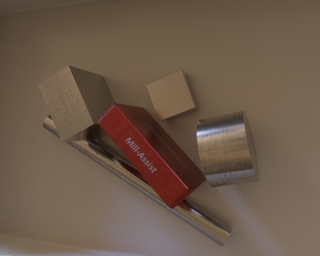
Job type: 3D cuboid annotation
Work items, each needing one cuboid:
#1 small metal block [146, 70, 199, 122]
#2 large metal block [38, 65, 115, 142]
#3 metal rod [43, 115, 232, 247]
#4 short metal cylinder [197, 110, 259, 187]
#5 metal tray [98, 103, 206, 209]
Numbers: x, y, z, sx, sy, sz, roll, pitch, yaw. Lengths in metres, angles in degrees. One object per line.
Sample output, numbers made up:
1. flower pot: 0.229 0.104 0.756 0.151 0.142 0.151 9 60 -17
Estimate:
1. small metal block: 0.017 -0.040 0.401 0.050 0.025 0.050 -21 83 18
2. large metal block: -0.102 -0.030 0.414 0.050 0.080 0.080 -28 81 18
3. metal rod: -0.042 0.062 0.423 0.301 0.025 0.025 30 100 17
4. short metal cylinder: 0.078 0.024 0.351 0.050 0.080 0.080 -12 86 20
5. metal tray: -0.006 0.029 0.375 0.030 0.090 0.130 -45 77 14
